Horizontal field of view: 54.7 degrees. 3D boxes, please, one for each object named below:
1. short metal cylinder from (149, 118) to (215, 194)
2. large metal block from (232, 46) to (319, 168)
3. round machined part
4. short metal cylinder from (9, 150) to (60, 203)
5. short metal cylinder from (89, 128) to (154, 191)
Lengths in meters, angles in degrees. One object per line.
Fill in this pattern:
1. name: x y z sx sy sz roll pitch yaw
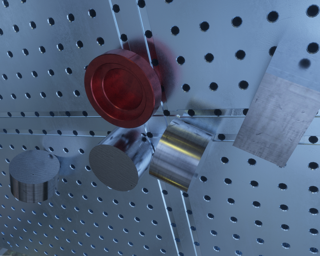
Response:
1. short metal cylinder: 0.028 0.033 0.382 0.050 0.080 0.079 24 127 13
2. large metal block: 0.117 -0.023 0.300 0.050 0.080 0.079 24 127 13
3. round machined part: -0.042 -0.052 0.390 0.098 0.042 0.097 13 124 20
4. short metal cylinder: -0.219 0.084 0.543 0.080 0.080 0.050 26 128 12
5. short metal cylinder: -0.055 0.045 0.452 0.080 0.050 0.079 13 124 21
